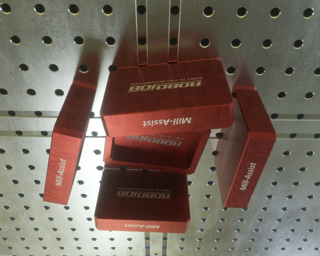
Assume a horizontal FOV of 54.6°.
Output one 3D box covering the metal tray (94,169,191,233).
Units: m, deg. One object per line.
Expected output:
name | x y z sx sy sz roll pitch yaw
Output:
metal tray | -0.024 0.106 0.459 0.131 0.090 0.030 3 130 -2

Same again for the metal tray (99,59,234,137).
metal tray | 0.007 -0.035 0.338 0.131 0.090 0.030 -5 130 4

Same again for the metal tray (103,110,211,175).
metal tray | -0.007 0.016 0.421 0.131 0.030 0.089 8 130 -8

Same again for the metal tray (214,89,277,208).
metal tray | 0.101 0.028 0.393 0.030 0.090 0.129 3 130 -3

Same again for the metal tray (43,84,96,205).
metal tray | -0.113 0.022 0.387 0.030 0.090 0.129 14 129 -11
